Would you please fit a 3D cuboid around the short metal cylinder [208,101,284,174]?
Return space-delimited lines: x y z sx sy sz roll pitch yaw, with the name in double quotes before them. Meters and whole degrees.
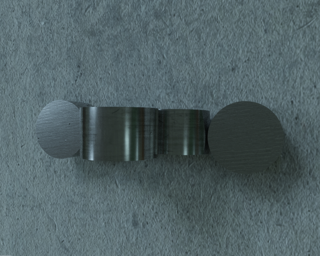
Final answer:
"short metal cylinder" 0.100 0.010 0.361 0.080 0.050 0.080 0 91 19

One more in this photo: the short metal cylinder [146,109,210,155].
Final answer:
"short metal cylinder" 0.020 0.005 0.374 0.080 0.080 0.050 0 90 20

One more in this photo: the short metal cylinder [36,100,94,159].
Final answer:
"short metal cylinder" -0.126 0.002 0.441 0.080 0.050 0.080 0 90 19

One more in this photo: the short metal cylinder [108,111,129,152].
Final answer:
"short metal cylinder" -0.056 0.003 0.401 0.080 0.080 0.050 0 90 20

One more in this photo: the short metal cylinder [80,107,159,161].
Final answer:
"short metal cylinder" -0.042 0.004 0.322 0.080 0.080 0.050 1 92 20
